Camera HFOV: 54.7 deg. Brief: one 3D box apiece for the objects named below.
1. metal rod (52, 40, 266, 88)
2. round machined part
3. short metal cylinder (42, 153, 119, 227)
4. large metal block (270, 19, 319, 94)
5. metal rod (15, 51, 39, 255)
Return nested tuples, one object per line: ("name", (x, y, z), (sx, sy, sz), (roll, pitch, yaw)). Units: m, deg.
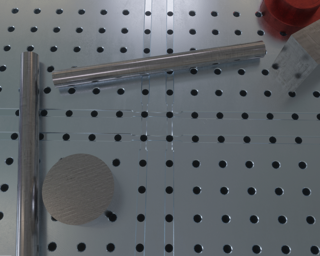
("metal rod", (0.001, -0.092, 0.445), (0.302, 0.025, 0.025), (-9, 70, -4))
("round machined part", (0.210, -0.196, 0.476), (0.099, 0.042, 0.098), (0, 70, 0))
("short metal cylinder", (-0.091, 0.075, 0.370), (0.081, 0.050, 0.080), (0, 70, 0))
("large metal block", (0.210, -0.102, 0.421), (0.080, 0.080, 0.050), (-30, 73, -10))
("metal rod", (-0.168, 0.036, 0.397), (0.025, 0.025, 0.299), (-7, 70, -3))
